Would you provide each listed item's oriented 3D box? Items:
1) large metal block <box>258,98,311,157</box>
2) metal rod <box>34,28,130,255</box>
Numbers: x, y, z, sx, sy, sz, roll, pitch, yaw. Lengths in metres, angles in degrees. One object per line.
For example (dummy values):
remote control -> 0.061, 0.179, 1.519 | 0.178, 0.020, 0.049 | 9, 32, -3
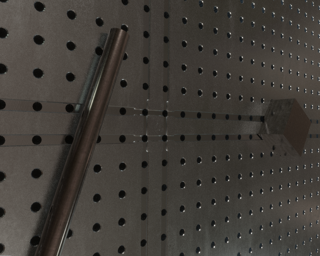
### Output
large metal block -> 0.244, 0.000, 0.601 | 0.080, 0.050, 0.080 | 41, 65, -33
metal rod -> -0.086, 0.028, 0.337 | 0.025, 0.025, 0.299 | 25, 74, -38
